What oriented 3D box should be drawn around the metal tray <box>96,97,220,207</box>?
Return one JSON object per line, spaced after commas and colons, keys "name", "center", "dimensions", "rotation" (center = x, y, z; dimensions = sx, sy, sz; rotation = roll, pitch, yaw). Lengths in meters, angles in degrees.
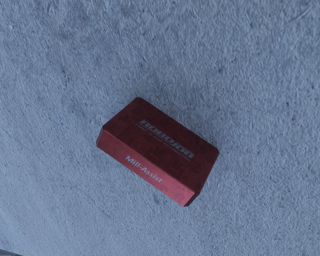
{"name": "metal tray", "center": [0.001, 0.024, 0.380], "dimensions": [0.130, 0.090, 0.030], "rotation": [34, 129, 5]}
